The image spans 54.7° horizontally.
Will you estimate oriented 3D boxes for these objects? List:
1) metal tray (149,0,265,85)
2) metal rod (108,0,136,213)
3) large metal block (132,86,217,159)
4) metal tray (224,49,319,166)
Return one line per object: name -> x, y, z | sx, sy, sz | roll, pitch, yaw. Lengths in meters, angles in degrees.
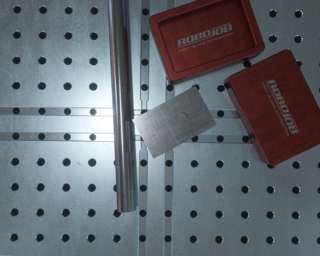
metal tray -> 0.060, -0.121, 0.411 | 0.131, 0.030, 0.090 | -19, 90, 0
metal rod -> -0.051, -0.040, 0.412 | 0.025, 0.025, 0.298 | -3, 90, 0
large metal block -> 0.016, -0.007, 0.386 | 0.080, 0.080, 0.050 | -29, 90, 0
metal tray -> 0.155, -0.026, 0.412 | 0.090, 0.030, 0.129 | -26, 90, 0
